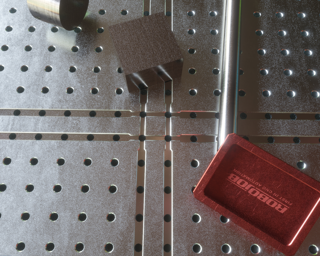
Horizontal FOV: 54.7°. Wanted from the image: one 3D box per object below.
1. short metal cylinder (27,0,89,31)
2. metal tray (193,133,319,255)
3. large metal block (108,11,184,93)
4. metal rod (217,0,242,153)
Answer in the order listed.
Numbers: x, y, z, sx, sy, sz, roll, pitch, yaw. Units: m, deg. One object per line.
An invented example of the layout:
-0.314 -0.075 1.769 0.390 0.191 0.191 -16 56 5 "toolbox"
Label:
-0.145 -0.189 0.450 0.050 0.080 0.080 22 72 7 "short metal cylinder"
0.117 0.075 0.367 0.130 0.030 0.090 31 94 10 "metal tray"
-0.020 -0.107 0.437 0.081 0.050 0.080 -18 71 -7 "large metal block"
0.105 -0.109 0.452 0.025 0.025 0.299 7 70 2 "metal rod"
